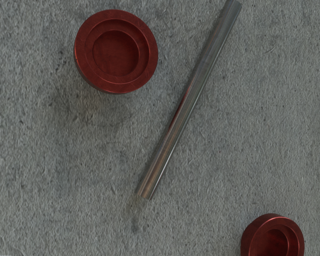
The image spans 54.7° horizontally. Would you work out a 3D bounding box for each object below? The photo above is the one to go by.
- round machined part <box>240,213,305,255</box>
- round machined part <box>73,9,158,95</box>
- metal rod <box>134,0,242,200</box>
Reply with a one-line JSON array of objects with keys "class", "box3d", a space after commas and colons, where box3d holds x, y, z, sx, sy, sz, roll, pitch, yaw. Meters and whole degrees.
[{"class": "round machined part", "box3d": [0.161, 0.175, 0.460, 0.099, 0.042, 0.097, 0, 90, -20]}, {"class": "round machined part", "box3d": [-0.055, -0.089, 0.379, 0.099, 0.042, 0.097, 0, 90, -20]}, {"class": "metal rod", "box3d": [0.042, -0.045, 0.424, 0.025, 0.025, 0.299, 29, 81, -18]}]
